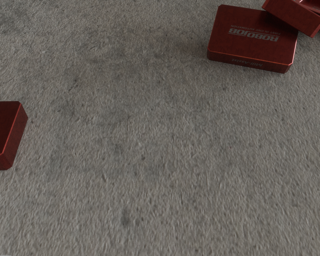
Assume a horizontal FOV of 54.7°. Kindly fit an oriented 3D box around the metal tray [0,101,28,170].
[{"bbox_3d":[-0.246,0.009,0.389,0.131,0.030,0.090,-1,50,-2],"label":"metal tray"}]

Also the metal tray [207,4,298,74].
[{"bbox_3d":[0.150,-0.145,0.502,0.131,0.030,0.090,13,75,10],"label":"metal tray"}]

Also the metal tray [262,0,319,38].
[{"bbox_3d":[0.223,-0.192,0.515,0.090,0.030,0.131,35,30,7],"label":"metal tray"}]

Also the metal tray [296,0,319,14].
[{"bbox_3d":[0.326,-0.217,0.586,0.130,0.030,0.090,35,58,25],"label":"metal tray"}]
